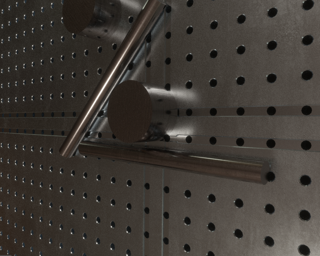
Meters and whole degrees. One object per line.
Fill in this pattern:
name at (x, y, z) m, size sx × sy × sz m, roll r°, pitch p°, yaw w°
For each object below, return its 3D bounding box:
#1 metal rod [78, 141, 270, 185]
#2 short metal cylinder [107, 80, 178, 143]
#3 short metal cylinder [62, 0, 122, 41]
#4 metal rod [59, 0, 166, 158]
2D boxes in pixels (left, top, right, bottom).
metal rod at (-0.008, 0.039, 0.413) m, size 0.300 × 0.025 × 0.025 m, roll 3°, pitch 92°, yaw 39°
short metal cylinder at (-0.024, -0.021, 0.411) m, size 0.080 × 0.050 × 0.079 m, roll 0°, pitch 90°, yaw 39°
short metal cylinder at (-0.105, -0.180, 0.477) m, size 0.080 × 0.050 × 0.079 m, roll 0°, pitch 90°, yaw 39°
metal rod at (-0.083, -0.063, 0.475) m, size 0.025 × 0.025 × 0.298 m, roll 52°, pitch 120°, yaw 27°
